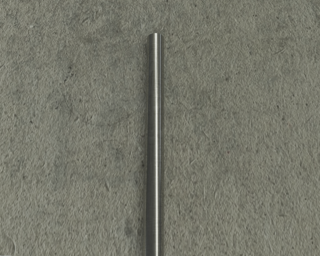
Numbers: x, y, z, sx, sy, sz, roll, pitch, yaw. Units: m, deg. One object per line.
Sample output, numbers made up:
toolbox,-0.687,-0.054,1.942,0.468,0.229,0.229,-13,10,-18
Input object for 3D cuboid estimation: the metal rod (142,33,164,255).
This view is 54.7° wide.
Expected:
metal rod,-0.007,0.008,0.406,0.025,0.025,0.299,0,70,0
